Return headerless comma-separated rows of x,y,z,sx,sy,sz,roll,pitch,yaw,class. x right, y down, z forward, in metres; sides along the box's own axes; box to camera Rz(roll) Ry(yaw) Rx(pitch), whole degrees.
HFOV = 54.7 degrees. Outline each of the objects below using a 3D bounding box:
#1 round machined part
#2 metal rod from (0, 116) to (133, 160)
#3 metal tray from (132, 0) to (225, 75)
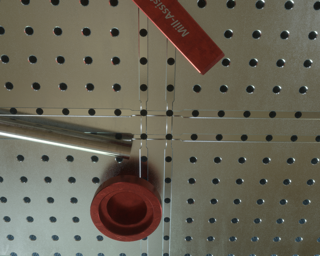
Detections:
-0.047,0.110,0.444,0.099,0.042,0.097,0,110,0,round machined part
-0.187,0.002,0.412,0.302,0.025,0.025,11,110,-5,metal rod
0.009,-0.120,0.334,0.030,0.090,0.130,-43,105,14,metal tray
